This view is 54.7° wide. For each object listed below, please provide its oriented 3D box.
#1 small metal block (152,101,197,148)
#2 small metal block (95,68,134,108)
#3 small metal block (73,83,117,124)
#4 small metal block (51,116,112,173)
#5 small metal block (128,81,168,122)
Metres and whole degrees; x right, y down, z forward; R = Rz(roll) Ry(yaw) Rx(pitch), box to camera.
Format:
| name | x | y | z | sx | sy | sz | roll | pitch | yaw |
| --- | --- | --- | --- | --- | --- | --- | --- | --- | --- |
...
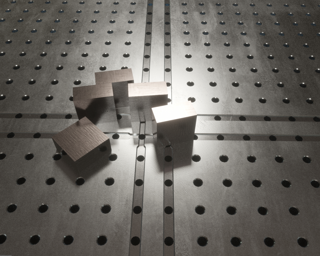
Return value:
| name | x | y | z | sx | sy | sz | roll | pitch | yaw |
| --- | --- | --- | --- | --- | --- | --- | --- | --- | --- |
| small metal block | 0.017 | -0.004 | 0.395 | 0.050 | 0.050 | 0.025 | -12 | 51 | -10 |
| small metal block | -0.062 | -0.054 | 0.436 | 0.050 | 0.050 | 0.025 | -8 | 51 | -8 |
| small metal block | -0.086 | -0.031 | 0.416 | 0.050 | 0.050 | 0.025 | -8 | 51 | -7 |
| small metal block | -0.098 | 0.020 | 0.390 | 0.050 | 0.025 | 0.050 | -36 | 59 | -27 |
| small metal block | -0.016 | -0.035 | 0.421 | 0.050 | 0.050 | 0.025 | -4 | 50 | -4 |
